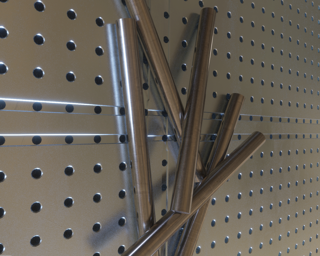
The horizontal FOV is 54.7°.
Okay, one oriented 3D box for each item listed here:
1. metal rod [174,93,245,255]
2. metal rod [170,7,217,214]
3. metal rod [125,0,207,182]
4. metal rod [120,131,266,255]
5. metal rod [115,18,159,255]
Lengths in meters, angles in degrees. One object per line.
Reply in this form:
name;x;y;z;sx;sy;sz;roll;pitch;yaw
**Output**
metal rod;0.076;0.079;0.475;0.025;0.025;0.300;36;68;-35
metal rod;0.049;-0.037;0.423;0.025;0.025;0.299;26;65;-37
metal rod;0.008;-0.059;0.417;0.025;0.025;0.298;-34;111;-35
metal rod;0.062;0.086;0.429;0.302;0.025;0.025;-34;112;-35
metal rod;-0.028;0.018;0.387;0.025;0.025;0.298;-10;96;-40
